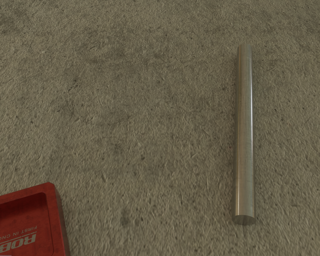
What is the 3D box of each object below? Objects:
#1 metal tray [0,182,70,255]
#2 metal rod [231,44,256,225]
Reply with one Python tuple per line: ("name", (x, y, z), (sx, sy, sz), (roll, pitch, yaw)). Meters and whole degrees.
("metal tray", (-0.161, 0.114, 0.301), (0.131, 0.030, 0.090), (-15, 52, -13))
("metal rod", (0.114, -0.017, 0.418), (0.025, 0.025, 0.300), (8, 50, 6))
